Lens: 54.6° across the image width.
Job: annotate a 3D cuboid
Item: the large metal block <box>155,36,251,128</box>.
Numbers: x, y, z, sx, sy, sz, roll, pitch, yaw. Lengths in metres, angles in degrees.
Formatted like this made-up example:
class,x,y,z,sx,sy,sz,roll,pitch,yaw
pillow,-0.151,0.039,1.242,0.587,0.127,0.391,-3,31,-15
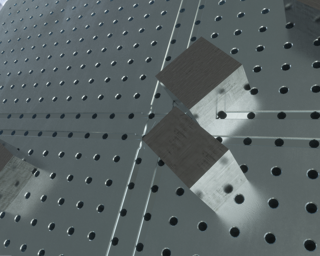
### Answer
class,x,y,z,sx,sy,sz,roll,pitch,yaw
large metal block,0.055,-0.059,0.400,0.080,0.050,0.080,-41,51,0

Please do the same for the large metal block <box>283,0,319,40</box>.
class,x,y,z,sx,sy,sz,roll,pitch,yaw
large metal block,0.212,-0.156,0.376,0.080,0.050,0.080,-40,51,1

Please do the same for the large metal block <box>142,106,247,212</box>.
class,x,y,z,sx,sy,sz,roll,pitch,yaw
large metal block,0.038,0.034,0.333,0.050,0.080,0.080,-45,51,-3

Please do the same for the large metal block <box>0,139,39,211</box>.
class,x,y,z,sx,sy,sz,roll,pitch,yaw
large metal block,-0.253,0.069,0.485,0.080,0.050,0.080,27,76,37
